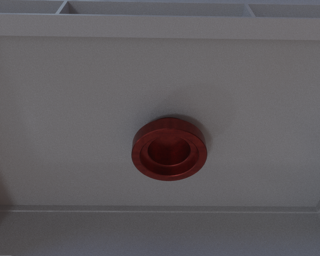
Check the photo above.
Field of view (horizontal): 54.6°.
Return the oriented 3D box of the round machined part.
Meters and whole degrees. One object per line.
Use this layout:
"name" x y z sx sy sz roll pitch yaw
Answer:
"round machined part" 0.012 0.024 0.418 0.099 0.042 0.097 0 130 0
